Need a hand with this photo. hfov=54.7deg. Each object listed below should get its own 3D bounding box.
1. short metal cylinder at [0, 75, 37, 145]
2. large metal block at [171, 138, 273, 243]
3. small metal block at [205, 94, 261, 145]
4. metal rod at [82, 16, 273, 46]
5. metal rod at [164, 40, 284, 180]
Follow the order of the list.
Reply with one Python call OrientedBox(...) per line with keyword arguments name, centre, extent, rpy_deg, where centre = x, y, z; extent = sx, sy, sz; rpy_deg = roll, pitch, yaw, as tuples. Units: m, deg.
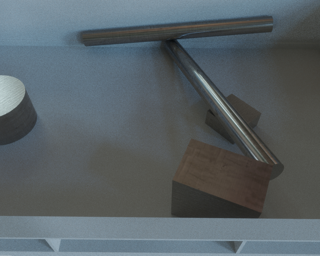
OrientedBox(name="short metal cylinder", centre=(-0.210, -0.024, 0.406), extent=(0.081, 0.050, 0.080), rpy_deg=(0, 50, 0))
OrientedBox(name="large metal block", centre=(0.059, 0.065, 0.314), extent=(0.080, 0.080, 0.050), rpy_deg=(18, 55, 14))
OrientedBox(name="small metal block", centre=(0.098, -0.013, 0.417), extent=(0.050, 0.025, 0.050), rpy_deg=(-34, 58, -26))
OrientedBox(name="metal rod", centre=(0.026, -0.156, 0.502), extent=(0.302, 0.025, 0.025), rpy_deg=(-3, 50, 4))
OrientedBox(name="metal rod", centre=(0.066, -0.049, 0.417), extent=(0.025, 0.025, 0.300), rpy_deg=(-14, 43, -12))
